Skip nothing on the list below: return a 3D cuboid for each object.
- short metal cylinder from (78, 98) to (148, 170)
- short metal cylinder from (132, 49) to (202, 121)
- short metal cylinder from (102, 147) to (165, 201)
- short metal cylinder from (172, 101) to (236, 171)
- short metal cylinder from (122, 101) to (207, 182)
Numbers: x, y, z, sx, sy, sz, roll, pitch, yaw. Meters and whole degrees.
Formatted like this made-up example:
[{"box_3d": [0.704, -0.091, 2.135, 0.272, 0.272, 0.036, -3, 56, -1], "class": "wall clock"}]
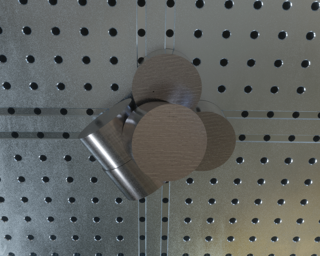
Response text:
[{"box_3d": [-0.053, 0.007, 0.386, 0.080, 0.080, 0.050, -32, 107, 11], "class": "short metal cylinder"}, {"box_3d": [0.008, -0.054, 0.379, 0.081, 0.050, 0.079, 0, 110, -1], "class": "short metal cylinder"}, {"box_3d": [-0.027, 0.047, 0.401, 0.080, 0.080, 0.050, -32, 107, 11], "class": "short metal cylinder"}, {"box_3d": [0.053, 0.009, 0.403, 0.081, 0.050, 0.079, 0, 110, -1], "class": "short metal cylinder"}, {"box_3d": [0.003, 0.012, 0.336, 0.081, 0.050, 0.079, -3, 98, -18], "class": "short metal cylinder"}]
